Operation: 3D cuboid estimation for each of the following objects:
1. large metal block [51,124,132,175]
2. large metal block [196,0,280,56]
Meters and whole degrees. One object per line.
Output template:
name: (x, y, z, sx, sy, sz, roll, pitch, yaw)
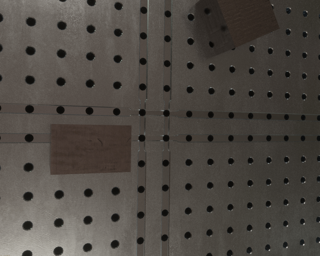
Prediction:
large metal block: (-0.082, 0.021, 0.354, 0.081, 0.080, 0.050, 1, 90, -20)
large metal block: (0.110, -0.160, 0.441, 0.081, 0.050, 0.080, -27, 99, -18)
